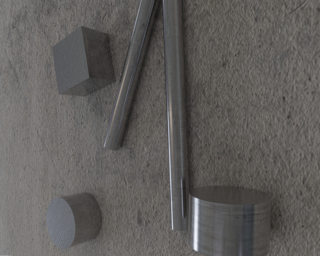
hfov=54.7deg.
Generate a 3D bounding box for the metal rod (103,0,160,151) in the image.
[{"bbox_3d":[-0.031,-0.110,0.430,0.025,0.025,0.298,27,107,37],"label":"metal rod"}]

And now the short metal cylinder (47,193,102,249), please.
[{"bbox_3d":[-0.140,0.149,0.505,0.080,0.050,0.080,0,90,40],"label":"short metal cylinder"}]

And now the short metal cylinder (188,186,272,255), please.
[{"bbox_3d":[0.069,0.091,0.312,0.080,0.081,0.050,2,92,40],"label":"short metal cylinder"}]

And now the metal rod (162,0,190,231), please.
[{"bbox_3d":[0.020,-0.025,0.388,0.025,0.025,0.298,-4,88,40],"label":"metal rod"}]

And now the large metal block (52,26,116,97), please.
[{"bbox_3d":[-0.121,-0.101,0.489,0.080,0.050,0.080,-17,79,38],"label":"large metal block"}]
